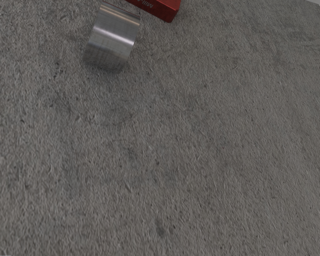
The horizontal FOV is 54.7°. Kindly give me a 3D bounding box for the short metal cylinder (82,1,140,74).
[{"bbox_3d":[-0.065,-0.117,0.405,0.050,0.080,0.080,19,54,-18],"label":"short metal cylinder"}]

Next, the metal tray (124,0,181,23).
[{"bbox_3d":[-0.025,-0.248,0.538,0.131,0.030,0.090,23,53,-14],"label":"metal tray"}]
